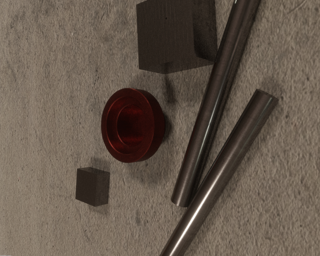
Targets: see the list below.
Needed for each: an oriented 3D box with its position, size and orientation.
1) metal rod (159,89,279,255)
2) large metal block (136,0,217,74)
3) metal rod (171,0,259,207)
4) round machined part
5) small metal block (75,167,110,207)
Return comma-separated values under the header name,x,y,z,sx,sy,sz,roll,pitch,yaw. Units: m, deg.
name,x,y,z,sx,sy,sz,roll,pitch,yaw
metal rod,0.048,0.092,0.364,0.025,0.025,0.298,39,114,32
large metal block,0.020,-0.113,0.371,0.080,0.050,0.080,-4,87,39
metal rod,0.066,-0.048,0.348,0.025,0.025,0.298,26,106,36
round machined part,-0.032,-0.003,0.418,0.098,0.042,0.097,0,90,39
small metal block,-0.107,0.092,0.491,0.050,0.025,0.050,7,94,39
